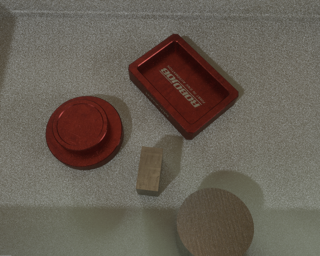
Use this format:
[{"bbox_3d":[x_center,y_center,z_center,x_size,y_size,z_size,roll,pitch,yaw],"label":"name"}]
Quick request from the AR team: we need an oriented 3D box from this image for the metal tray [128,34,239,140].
[{"bbox_3d":[0.030,-0.059,0.428,0.090,0.030,0.130,-39,75,-13],"label":"metal tray"}]

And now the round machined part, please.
[{"bbox_3d":[-0.098,0.002,0.399,0.099,0.042,0.098,0,70,-1],"label":"round machined part"}]

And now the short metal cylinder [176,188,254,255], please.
[{"bbox_3d":[0.058,0.114,0.345,0.081,0.050,0.080,0,55,1],"label":"short metal cylinder"}]

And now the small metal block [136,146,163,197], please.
[{"bbox_3d":[-0.012,0.054,0.376,0.025,0.050,0.050,7,70,2],"label":"small metal block"}]
